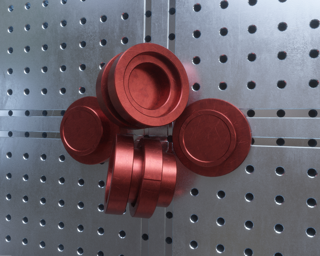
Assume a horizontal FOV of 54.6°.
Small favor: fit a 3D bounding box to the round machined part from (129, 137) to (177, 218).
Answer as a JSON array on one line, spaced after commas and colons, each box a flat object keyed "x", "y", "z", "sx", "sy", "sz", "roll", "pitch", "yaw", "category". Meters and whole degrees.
[{"x": -0.009, "y": 0.063, "z": 0.387, "sx": 0.042, "sy": 0.098, "sz": 0.097, "roll": 9, "pitch": 94, "yaw": -12, "category": "round machined part"}]

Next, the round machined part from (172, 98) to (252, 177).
[{"x": 0.062, "y": 0.012, "z": 0.382, "sx": 0.098, "sy": 0.042, "sz": 0.097, "roll": 0, "pitch": 90, "yaw": 20, "category": "round machined part"}]

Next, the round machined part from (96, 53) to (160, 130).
[{"x": -0.035, "y": -0.046, "z": 0.399, "sx": 0.042, "sy": 0.099, "sz": 0.098, "roll": -9, "pitch": 86, "yaw": 60, "category": "round machined part"}]

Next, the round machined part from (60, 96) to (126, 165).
[{"x": -0.101, "y": 0.004, "z": 0.439, "sx": 0.098, "sy": 0.042, "sz": 0.097, "roll": 0, "pitch": 90, "yaw": 20, "category": "round machined part"}]

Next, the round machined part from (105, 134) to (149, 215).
[{"x": -0.041, "y": 0.058, "z": 0.384, "sx": 0.042, "sy": 0.098, "sz": 0.097, "roll": 8, "pitch": 93, "yaw": -12, "category": "round machined part"}]

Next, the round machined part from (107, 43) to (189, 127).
[{"x": -0.017, "y": -0.049, "z": 0.373, "sx": 0.042, "sy": 0.099, "sz": 0.098, "roll": -9, "pitch": 86, "yaw": 60, "category": "round machined part"}]
